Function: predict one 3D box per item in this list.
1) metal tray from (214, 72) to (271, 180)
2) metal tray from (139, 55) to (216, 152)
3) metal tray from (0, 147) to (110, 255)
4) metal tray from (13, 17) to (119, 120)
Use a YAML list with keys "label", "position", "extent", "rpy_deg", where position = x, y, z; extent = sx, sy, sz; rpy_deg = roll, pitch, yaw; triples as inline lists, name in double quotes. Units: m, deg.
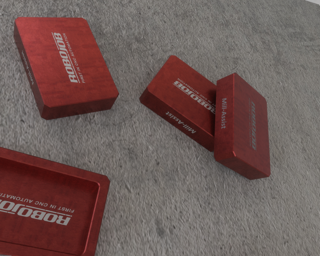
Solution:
- label: "metal tray"
  position: [0.117, -0.002, 0.438]
  extent: [0.090, 0.030, 0.130]
  rpy_deg: [30, 55, -35]
- label: "metal tray"
  position: [0.047, -0.037, 0.448]
  extent: [0.130, 0.030, 0.090]
  rpy_deg: [35, 51, -5]
- label: "metal tray"
  position: [-0.121, 0.075, 0.289]
  extent: [0.131, 0.030, 0.090]
  rpy_deg: [19, 54, -17]
- label: "metal tray"
  position: [-0.117, -0.079, 0.385]
  extent: [0.091, 0.030, 0.130]
  rpy_deg: [-13, 69, -33]
